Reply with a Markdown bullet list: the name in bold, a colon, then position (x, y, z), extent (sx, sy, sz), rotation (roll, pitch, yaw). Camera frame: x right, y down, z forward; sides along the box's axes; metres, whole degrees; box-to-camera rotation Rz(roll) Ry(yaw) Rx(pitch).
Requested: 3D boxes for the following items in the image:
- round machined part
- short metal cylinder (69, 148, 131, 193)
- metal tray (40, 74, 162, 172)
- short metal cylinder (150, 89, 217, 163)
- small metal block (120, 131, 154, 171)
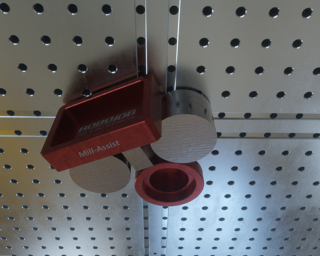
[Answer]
- **round machined part**: position (0.013, 0.069, 0.454), extent (0.099, 0.042, 0.097), rotation (0, 130, 0)
- **short metal cylinder**: position (-0.079, 0.045, 0.428), extent (0.081, 0.050, 0.079), rotation (0, 130, 0)
- **metal tray**: position (-0.064, -0.007, 0.356), extent (0.130, 0.090, 0.030), rotation (-18, 128, 15)
- **short metal cylinder**: position (0.028, -0.001, 0.389), extent (0.081, 0.050, 0.079), rotation (0, 130, 0)
- **small metal block**: position (-0.030, 0.019, 0.406), extent (0.025, 0.050, 0.050), rotation (-20, 128, 16)
